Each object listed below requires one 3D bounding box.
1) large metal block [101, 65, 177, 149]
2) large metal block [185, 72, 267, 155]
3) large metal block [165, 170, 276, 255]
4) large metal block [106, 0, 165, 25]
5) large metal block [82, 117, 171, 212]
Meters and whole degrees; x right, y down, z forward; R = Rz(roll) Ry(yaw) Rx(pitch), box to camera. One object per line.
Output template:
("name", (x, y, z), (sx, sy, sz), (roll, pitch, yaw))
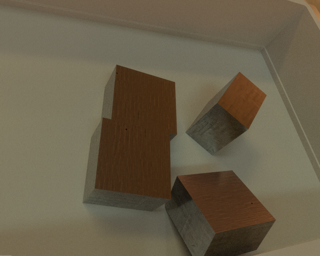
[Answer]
("large metal block", (-0.027, -0.023, 0.391), (0.081, 0.050, 0.080), (13, 56, -21))
("large metal block", (0.092, -0.019, 0.434), (0.050, 0.080, 0.080), (41, 51, -1))
("large metal block", (0.064, 0.096, 0.347), (0.081, 0.050, 0.080), (-1, 34, -29))
("large metal block", (-0.042, -0.227, 0.509), (0.081, 0.050, 0.080), (8, 58, -25))
("large metal block", (-0.036, 0.043, 0.346), (0.081, 0.050, 0.080), (13, 56, -21))
